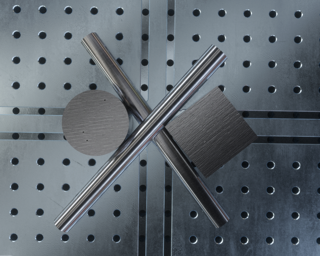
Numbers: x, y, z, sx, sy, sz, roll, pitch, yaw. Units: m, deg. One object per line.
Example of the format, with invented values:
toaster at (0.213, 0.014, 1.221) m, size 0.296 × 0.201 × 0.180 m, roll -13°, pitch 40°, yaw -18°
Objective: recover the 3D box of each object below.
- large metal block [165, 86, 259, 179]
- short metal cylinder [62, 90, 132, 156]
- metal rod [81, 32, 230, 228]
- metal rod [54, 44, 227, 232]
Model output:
large metal block at (0.062, 0.005, 0.397) m, size 0.080 × 0.050 × 0.080 m, roll -38°, pitch 90°, yaw 0°
short metal cylinder at (-0.078, -0.006, 0.396) m, size 0.081 × 0.050 × 0.079 m, roll 0°, pitch 90°, yaw 0°
metal rod at (-0.006, 0.003, 0.409) m, size 0.025 × 0.025 × 0.299 m, roll -36°, pitch 90°, yaw 0°
metal rod at (-0.029, 0.019, 0.388) m, size 0.025 × 0.025 × 0.299 m, roll 42°, pitch 98°, yaw 0°
